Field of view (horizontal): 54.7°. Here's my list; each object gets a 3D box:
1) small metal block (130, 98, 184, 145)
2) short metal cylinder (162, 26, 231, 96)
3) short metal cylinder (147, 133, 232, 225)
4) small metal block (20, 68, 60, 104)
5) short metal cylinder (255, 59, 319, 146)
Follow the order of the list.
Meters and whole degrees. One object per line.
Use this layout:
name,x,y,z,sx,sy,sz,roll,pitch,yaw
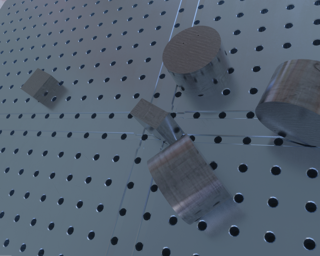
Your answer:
small metal block,-0.003,-0.007,0.398,0.050,0.050,0.025,32,80,38
short metal cylinder,0.050,-0.091,0.422,0.080,0.050,0.080,-13,56,21
short metal cylinder,0.031,0.052,0.325,0.050,0.080,0.080,-36,51,5
small metal block,-0.221,-0.078,0.573,0.050,0.025,0.050,28,77,37
short metal cylinder,0.145,-0.024,0.312,0.080,0.080,0.050,20,73,35
